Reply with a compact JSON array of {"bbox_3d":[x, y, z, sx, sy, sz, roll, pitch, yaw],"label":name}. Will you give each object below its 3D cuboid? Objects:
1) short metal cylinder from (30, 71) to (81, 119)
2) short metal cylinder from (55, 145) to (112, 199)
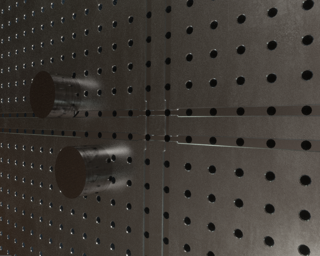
[{"bbox_3d":[-0.183,-0.056,0.541,0.080,0.050,0.079,0,90,39],"label":"short metal cylinder"},{"bbox_3d":[-0.121,0.067,0.490,0.080,0.050,0.079,0,90,39],"label":"short metal cylinder"}]
